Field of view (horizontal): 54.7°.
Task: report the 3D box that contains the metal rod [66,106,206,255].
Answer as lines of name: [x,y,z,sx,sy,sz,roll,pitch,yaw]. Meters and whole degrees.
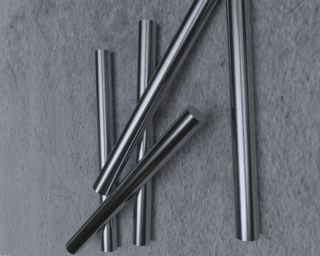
metal rod: [-0.047,0.084,0.407,0.299,0.025,0.025,-49,61,28]

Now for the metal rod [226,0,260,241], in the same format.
metal rod: [0.087,-0.034,0.331,0.025,0.025,0.298,-3,88,39]

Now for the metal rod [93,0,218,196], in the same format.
metal rod: [-0.007,-0.043,0.384,0.025,0.025,0.298,38,106,33]

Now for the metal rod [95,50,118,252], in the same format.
metal rod: [-0.081,0.033,0.469,0.025,0.025,0.298,-4,88,39]

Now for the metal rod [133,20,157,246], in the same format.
metal rod: [-0.021,0.007,0.419,0.025,0.025,0.298,3,92,39]
